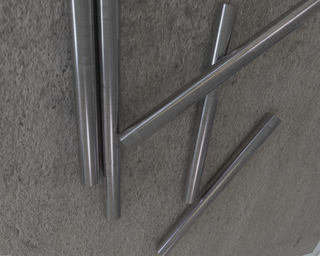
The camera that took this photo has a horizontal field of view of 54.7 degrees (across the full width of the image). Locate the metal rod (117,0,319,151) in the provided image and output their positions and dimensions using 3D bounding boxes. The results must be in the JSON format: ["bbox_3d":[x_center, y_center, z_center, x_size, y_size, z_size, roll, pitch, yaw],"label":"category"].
[{"bbox_3d":[0.078,-0.071,0.371,0.301,0.025,0.025,-36,129,-2],"label":"metal rod"}]

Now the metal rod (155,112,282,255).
[{"bbox_3d":[0.093,0.098,0.518,0.025,0.025,0.299,31,101,-38],"label":"metal rod"}]

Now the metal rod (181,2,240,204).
[{"bbox_3d":[0.063,-0.015,0.431,0.025,0.025,0.298,-7,122,-25],"label":"metal rod"}]

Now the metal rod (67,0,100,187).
[{"bbox_3d":[-0.079,-0.061,0.325,0.025,0.025,0.298,-10,123,-23],"label":"metal rod"}]

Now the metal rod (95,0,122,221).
[{"bbox_3d":[-0.059,-0.004,0.371,0.025,0.025,0.298,-10,123,-23],"label":"metal rod"}]
